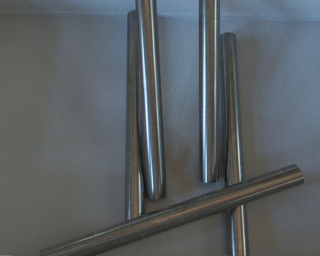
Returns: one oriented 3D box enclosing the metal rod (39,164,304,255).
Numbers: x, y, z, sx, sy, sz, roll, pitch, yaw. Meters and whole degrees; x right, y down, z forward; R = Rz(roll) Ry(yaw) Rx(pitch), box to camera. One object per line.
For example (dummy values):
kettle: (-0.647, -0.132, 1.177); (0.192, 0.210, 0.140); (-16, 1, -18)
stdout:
metal rod: (0.016, 0.100, 0.349); (0.302, 0.025, 0.025); (-18, 71, -4)

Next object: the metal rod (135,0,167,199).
metal rod: (-0.012, -0.064, 0.372); (0.025, 0.025, 0.298); (-3, 93, -1)

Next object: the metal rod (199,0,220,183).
metal rod: (0.060, -0.083, 0.374); (0.025, 0.025, 0.298); (-1, 95, 0)

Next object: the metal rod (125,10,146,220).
metal rod: (-0.033, -0.030, 0.420); (0.025, 0.025, 0.299); (-1, 70, -1)

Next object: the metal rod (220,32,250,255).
metal rod: (0.095, 0.006, 0.407); (0.025, 0.025, 0.299); (2, 70, 0)
